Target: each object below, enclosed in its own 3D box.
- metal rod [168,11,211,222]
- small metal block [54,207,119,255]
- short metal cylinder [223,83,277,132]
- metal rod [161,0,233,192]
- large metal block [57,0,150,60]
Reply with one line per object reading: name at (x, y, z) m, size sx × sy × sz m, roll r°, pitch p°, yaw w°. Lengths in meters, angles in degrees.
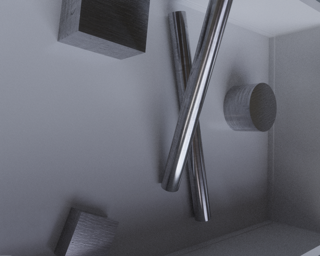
metal rod at (0.044, -0.012, 0.445) m, size 0.025 × 0.025 × 0.298 m, roll -14°, pitch 99°, yaw -40°
small metal block at (-0.080, 0.120, 0.341) m, size 0.050 × 0.025 × 0.050 m, roll 30°, pitch 72°, yaw -36°
short metal cylinder at (0.152, -0.034, 0.521) m, size 0.081 × 0.050 × 0.079 m, roll 0°, pitch 90°, yaw -40°
metal rod at (0.046, -0.054, 0.368) m, size 0.025 × 0.025 × 0.298 m, roll -6°, pitch 119°, yaw -40°
large metal block at (-0.060, -0.128, 0.341) m, size 0.081 × 0.050 × 0.080 m, roll 8°, pitch 85°, yaw -40°
